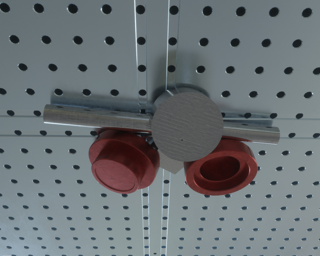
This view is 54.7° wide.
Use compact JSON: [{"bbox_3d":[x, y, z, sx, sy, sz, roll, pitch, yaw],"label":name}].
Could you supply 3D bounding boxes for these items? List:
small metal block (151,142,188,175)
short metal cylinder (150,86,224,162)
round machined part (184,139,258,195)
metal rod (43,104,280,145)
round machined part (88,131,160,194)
[{"bbox_3d":[0.016,0.033,0.435,0.050,0.025,0.050,29,124,-23],"label":"small metal block"},{"bbox_3d":[0.029,-0.006,0.366,0.081,0.050,0.079,-1,105,-3],"label":"short metal cylinder"},{"bbox_3d":[0.083,0.049,0.436,0.099,0.042,0.097,-2,133,-2],"label":"round machined part"},{"bbox_3d":[0.006,-0.004,0.404,0.302,0.025,0.025,5,130,-5],"label":"metal rod"},{"bbox_3d":[-0.053,0.052,0.423,0.098,0.042,0.097,12,133,13],"label":"round machined part"}]
